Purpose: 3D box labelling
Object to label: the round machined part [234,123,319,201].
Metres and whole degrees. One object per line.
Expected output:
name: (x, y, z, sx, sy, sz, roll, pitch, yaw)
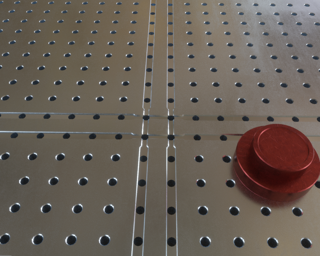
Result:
round machined part: (0.141, 0.033, 0.370, 0.099, 0.042, 0.098, 0, 50, 0)
